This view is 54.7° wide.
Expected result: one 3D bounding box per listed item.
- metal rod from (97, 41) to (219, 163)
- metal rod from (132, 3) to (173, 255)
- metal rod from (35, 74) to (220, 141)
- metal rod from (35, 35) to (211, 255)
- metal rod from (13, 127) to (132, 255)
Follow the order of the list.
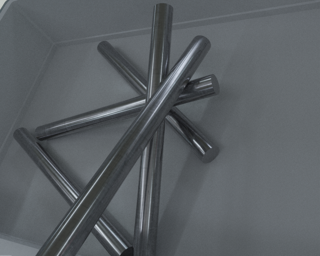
[{"bbox_3d":[-0.020,-0.055,0.450,0.025,0.025,0.300,-42,51,0],"label":"metal rod"},{"bbox_3d":[-0.007,-0.003,0.358,0.025,0.025,0.299,-2,77,27],"label":"metal rod"},{"bbox_3d":[-0.064,-0.021,0.429,0.300,0.025,0.025,-13,56,29],"label":"metal rod"},{"bbox_3d":[-0.015,-0.001,0.311,0.025,0.025,0.301,9,50,32],"label":"metal rod"},{"bbox_3d":[-0.135,0.075,0.430,0.300,0.025,0.025,33,80,38],"label":"metal rod"}]
